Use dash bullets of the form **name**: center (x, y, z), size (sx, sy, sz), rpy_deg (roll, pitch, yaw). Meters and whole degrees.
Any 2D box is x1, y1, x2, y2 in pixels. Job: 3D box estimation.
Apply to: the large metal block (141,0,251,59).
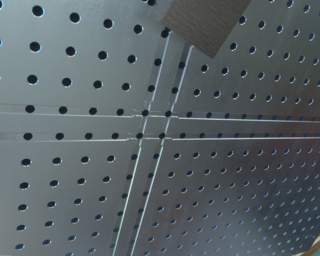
- **large metal block**: center (0.041, -0.135, 0.336), size (0.080, 0.050, 0.080), rpy_deg (23, 106, -37)
